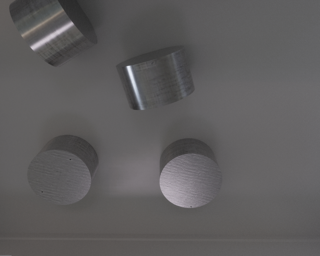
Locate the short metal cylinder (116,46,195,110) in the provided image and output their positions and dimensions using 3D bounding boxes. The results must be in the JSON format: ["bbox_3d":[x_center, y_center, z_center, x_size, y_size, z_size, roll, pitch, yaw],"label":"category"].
[{"bbox_3d":[-0.005,-0.059,0.360,0.080,0.080,0.050,-15,110,5],"label":"short metal cylinder"}]

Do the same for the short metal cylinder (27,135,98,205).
[{"bbox_3d":[-0.128,0.055,0.417,0.081,0.050,0.079,0,110,0],"label":"short metal cylinder"}]

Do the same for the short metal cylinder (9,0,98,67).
[{"bbox_3d":[-0.113,-0.114,0.339,0.050,0.080,0.080,-29,108,10],"label":"short metal cylinder"}]

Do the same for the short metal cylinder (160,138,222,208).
[{"bbox_3d":[0.040,0.060,0.420,0.081,0.050,0.079,0,110,0],"label":"short metal cylinder"}]
